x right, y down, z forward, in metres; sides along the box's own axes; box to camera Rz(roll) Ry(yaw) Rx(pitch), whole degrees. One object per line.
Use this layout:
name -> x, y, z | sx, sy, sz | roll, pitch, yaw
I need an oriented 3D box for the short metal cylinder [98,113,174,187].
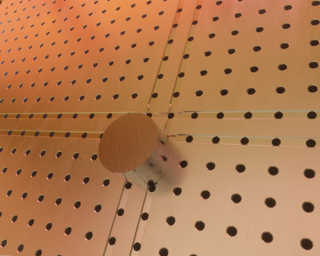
short metal cylinder -> -0.029, 0.028, 0.389 | 0.080, 0.050, 0.080 | -13, 56, 21
